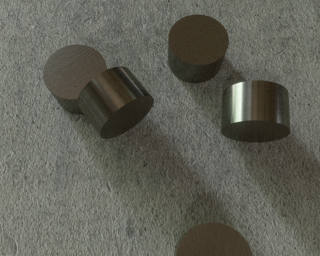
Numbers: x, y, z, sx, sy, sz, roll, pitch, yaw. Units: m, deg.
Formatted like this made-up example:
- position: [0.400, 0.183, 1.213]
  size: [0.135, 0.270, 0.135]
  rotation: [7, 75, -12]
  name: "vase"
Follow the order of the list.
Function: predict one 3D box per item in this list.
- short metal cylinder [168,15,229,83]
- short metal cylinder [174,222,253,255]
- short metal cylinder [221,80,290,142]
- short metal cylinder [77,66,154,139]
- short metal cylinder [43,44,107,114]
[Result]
- position: [0.051, -0.110, 0.435]
  size: [0.081, 0.050, 0.080]
  rotation: [0, 70, 0]
  name: "short metal cylinder"
- position: [0.056, 0.147, 0.341]
  size: [0.081, 0.050, 0.080]
  rotation: [0, 70, 0]
  name: "short metal cylinder"
- position: [0.118, -0.018, 0.386]
  size: [0.080, 0.080, 0.050]
  rotation: [5, 70, 2]
  name: "short metal cylinder"
- position: [-0.055, -0.031, 0.390]
  size: [0.080, 0.080, 0.050]
  rotation: [-36, 74, -12]
  name: "short metal cylinder"
- position: [-0.108, -0.064, 0.417]
  size: [0.081, 0.050, 0.080]
  rotation: [0, 70, 0]
  name: "short metal cylinder"
